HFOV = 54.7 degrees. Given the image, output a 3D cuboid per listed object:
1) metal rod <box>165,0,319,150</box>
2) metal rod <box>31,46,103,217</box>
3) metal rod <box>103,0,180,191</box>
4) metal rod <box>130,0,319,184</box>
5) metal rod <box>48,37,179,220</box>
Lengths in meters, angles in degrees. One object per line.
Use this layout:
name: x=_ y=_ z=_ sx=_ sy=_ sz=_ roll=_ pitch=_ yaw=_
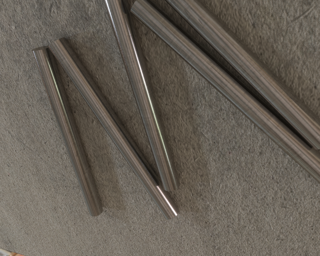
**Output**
metal rod: x=0.064 y=-0.090 z=0.316 sx=0.300 sy=0.025 sz=0.025 roll=44 pitch=129 yaw=-3
metal rod: x=-0.139 y=0.021 z=0.493 sx=0.025 sy=0.025 sz=0.298 roll=4 pitch=121 yaw=26
metal rod: x=-0.022 y=-0.047 z=0.388 sx=0.025 sy=0.025 sz=0.298 roll=-2 pitch=118 yaw=29
metal rod: x=0.088 y=-0.035 z=0.338 sx=0.300 sy=0.025 sz=0.025 roll=42 pitch=129 yaw=-1
metal rod: x=-0.059 y=0.010 z=0.443 sx=0.025 sy=0.025 sz=0.299 roll=-22 pitch=107 yaw=36
